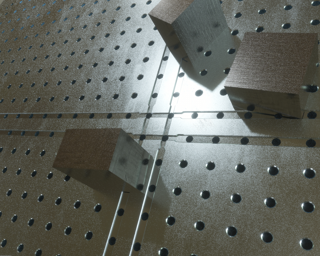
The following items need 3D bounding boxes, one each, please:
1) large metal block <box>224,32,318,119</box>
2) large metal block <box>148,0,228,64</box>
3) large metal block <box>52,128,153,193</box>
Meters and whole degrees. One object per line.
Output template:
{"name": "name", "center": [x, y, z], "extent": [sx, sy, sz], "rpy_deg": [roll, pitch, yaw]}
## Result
{"name": "large metal block", "center": [0.132, -0.063, 0.362], "extent": [0.080, 0.050, 0.080], "rpy_deg": [12, 68, 33]}
{"name": "large metal block", "center": [0.043, -0.155, 0.445], "extent": [0.080, 0.080, 0.050], "rpy_deg": [-47, 52, -5]}
{"name": "large metal block", "center": [-0.067, 0.041, 0.381], "extent": [0.080, 0.080, 0.050], "rpy_deg": [-1, 62, 27]}
